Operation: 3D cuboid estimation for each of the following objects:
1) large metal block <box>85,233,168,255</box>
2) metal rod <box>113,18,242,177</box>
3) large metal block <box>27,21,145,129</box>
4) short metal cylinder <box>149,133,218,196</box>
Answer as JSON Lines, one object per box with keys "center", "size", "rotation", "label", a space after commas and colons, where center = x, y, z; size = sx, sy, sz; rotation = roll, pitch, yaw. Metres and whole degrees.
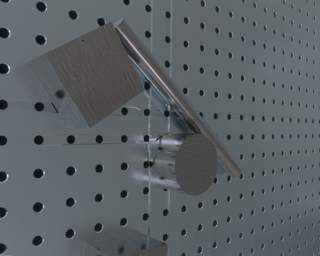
{"center": [-0.040, 0.175, 0.359], "size": [0.081, 0.050, 0.080], "rotation": [6, 86, -40], "label": "large metal block"}
{"center": [0.036, -0.025, 0.438], "size": [0.300, 0.025, 0.025], "rotation": [47, 62, -30], "label": "metal rod"}
{"center": [-0.075, -0.055, 0.329], "size": [0.080, 0.050, 0.080], "rotation": [-40, 115, -33], "label": "large metal block"}
{"center": [0.033, 0.047, 0.420], "size": [0.081, 0.050, 0.080], "rotation": [0, 90, -40], "label": "short metal cylinder"}
